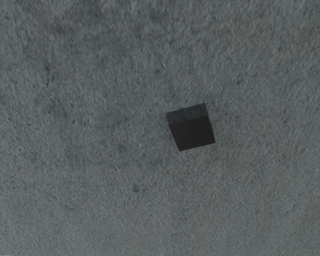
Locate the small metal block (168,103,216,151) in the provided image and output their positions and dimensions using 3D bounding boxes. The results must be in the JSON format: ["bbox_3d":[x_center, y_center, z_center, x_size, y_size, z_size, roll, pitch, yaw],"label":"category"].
[{"bbox_3d":[0.042,0.000,0.408,0.050,0.025,0.050,-14,129,11],"label":"small metal block"}]
